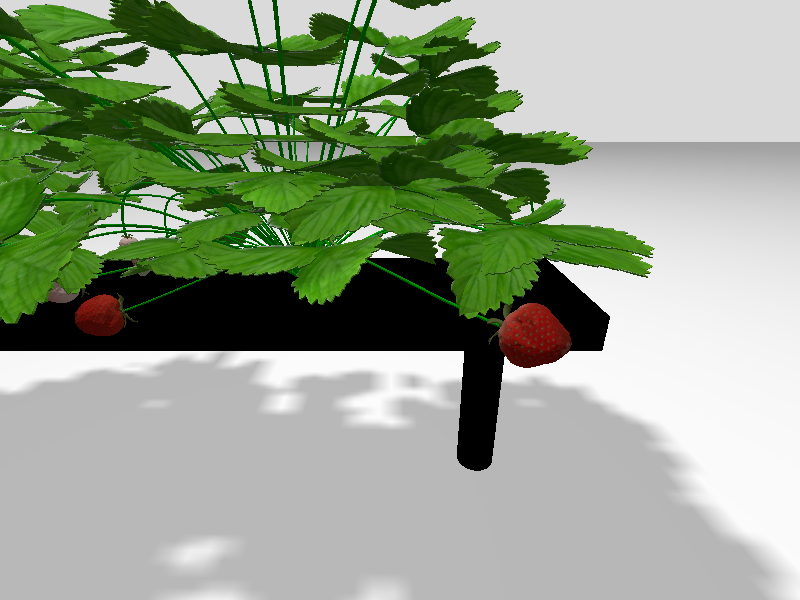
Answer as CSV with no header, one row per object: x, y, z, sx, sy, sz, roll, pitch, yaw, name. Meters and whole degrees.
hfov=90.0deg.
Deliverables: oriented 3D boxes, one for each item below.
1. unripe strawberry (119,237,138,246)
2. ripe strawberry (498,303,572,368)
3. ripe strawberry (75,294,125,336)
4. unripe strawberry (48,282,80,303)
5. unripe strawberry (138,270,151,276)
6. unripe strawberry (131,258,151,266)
-0.302,-0.060,0.448,0.019,0.020,0.018,9,25,20,unripe strawberry
0.078,0.022,0.231,0.038,0.037,0.041,20,30,37,ripe strawberry
-0.201,0.011,0.268,0.027,0.028,0.024,-22,32,-40,ripe strawberry
-0.276,-0.015,0.317,0.038,0.037,0.042,-7,24,-14,unripe strawberry
-0.246,-0.030,0.383,0.013,0.015,0.015,17,24,-2,unripe strawberry
-0.262,-0.041,0.404,0.019,0.019,0.018,-41,9,25,unripe strawberry
